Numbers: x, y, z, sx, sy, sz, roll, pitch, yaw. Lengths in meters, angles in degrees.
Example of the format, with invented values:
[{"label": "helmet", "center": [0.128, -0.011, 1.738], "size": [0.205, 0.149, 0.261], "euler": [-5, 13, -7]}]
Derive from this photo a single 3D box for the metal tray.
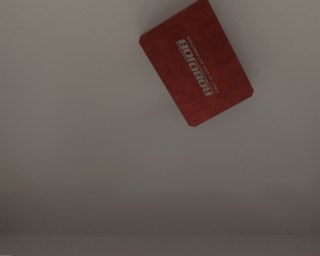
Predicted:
[{"label": "metal tray", "center": [0.045, -0.077, 0.381], "size": [0.090, 0.030, 0.130], "euler": [-29, 108, 10]}]
